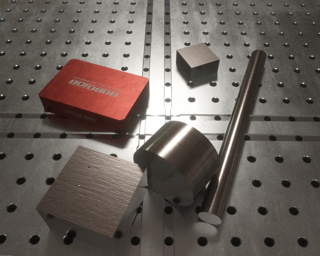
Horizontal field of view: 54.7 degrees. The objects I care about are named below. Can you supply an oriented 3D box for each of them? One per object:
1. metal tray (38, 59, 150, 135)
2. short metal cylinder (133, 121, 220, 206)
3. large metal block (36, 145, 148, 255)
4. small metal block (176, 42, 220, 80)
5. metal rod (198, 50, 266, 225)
[{"bbox_3d":[-0.091,-0.048,0.444,0.130,0.030,0.090,17,52,13],"label":"metal tray"},{"bbox_3d":[0.018,0.039,0.340,0.080,0.080,0.050,31,57,23],"label":"short metal cylinder"},{"bbox_3d":[-0.066,0.074,0.328,0.080,0.050,0.080,16,52,13],"label":"large metal block"},{"bbox_3d":[0.060,-0.108,0.500,0.050,0.025,0.050,-19,53,-16],"label":"small metal block"},{"bbox_3d":[0.107,-0.011,0.418,0.025,0.025,0.301,17,52,13],"label":"metal rod"}]
